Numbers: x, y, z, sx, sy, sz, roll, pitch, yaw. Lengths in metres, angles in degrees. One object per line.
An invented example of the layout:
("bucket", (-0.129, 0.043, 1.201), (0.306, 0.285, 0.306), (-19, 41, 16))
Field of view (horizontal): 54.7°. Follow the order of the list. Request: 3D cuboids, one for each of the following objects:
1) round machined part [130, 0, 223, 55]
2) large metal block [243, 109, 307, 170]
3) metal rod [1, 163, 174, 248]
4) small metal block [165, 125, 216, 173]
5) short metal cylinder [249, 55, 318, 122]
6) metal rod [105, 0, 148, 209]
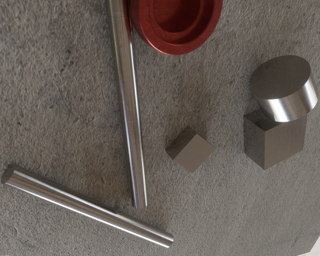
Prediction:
("round machined part", (0.013, -0.129, 0.322), (0.099, 0.042, 0.097), (-16, 125, -24))
("large metal block", (0.184, 0.009, 0.500), (0.081, 0.050, 0.080), (-24, 128, -14))
("metal rod", (-0.078, 0.123, 0.441), (0.025, 0.025, 0.301), (-48, 130, 5))
("small metal block", (0.045, 0.032, 0.453), (0.050, 0.025, 0.050), (-49, 129, 6))
("short metal cylinder", (0.173, -0.055, 0.434), (0.080, 0.080, 0.050), (-42, 130, 0))
("metal rod", (-0.036, -0.014, 0.379), (0.025, 0.025, 0.298), (-16, 125, -20))
